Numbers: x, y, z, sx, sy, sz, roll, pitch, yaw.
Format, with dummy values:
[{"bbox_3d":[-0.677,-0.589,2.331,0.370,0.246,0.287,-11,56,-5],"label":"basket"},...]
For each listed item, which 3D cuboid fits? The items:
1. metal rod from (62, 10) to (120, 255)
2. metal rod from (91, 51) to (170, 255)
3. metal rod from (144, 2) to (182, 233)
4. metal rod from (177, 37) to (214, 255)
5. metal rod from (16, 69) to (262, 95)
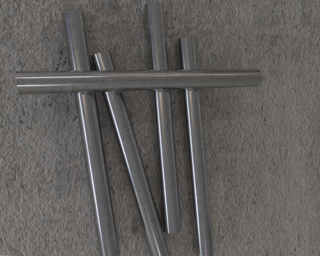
[{"bbox_3d":[-0.083,0.011,0.378,0.025,0.025,0.298,-9,93,-20],"label":"metal rod"},{"bbox_3d":[-0.033,0.052,0.396,0.025,0.025,0.298,-18,96,-19],"label":"metal rod"},{"bbox_3d":[0.004,-0.012,0.410,0.025,0.025,0.298,-5,92,-20],"label":"metal rod"},{"bbox_3d":[0.049,0.028,0.426,0.025,0.025,0.298,-6,92,-20],"label":"metal rod"},{"bbox_3d":[-0.008,-0.058,0.377,0.303,0.025,0.025,-5,92,-20],"label":"metal rod"}]
